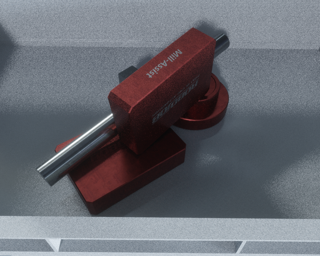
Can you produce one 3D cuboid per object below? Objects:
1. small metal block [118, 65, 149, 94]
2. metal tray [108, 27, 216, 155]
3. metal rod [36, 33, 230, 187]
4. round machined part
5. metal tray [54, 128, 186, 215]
[{"bbox_3d":[-0.030,-0.050,0.429,0.025,0.050,0.050,-37,60,-27],"label":"small metal block"},{"bbox_3d":[0.007,-0.040,0.346,0.030,0.090,0.131,37,65,23],"label":"metal tray"},{"bbox_3d":[-0.016,-0.037,0.383,0.025,0.025,0.301,37,63,26],"label":"metal rod"},{"bbox_3d":[0.047,-0.048,0.432,0.099,0.042,0.098,0,50,0],"label":"round machined part"},{"bbox_3d":[-0.046,0.032,0.373,0.131,0.030,0.090,-28,56,-22],"label":"metal tray"}]
